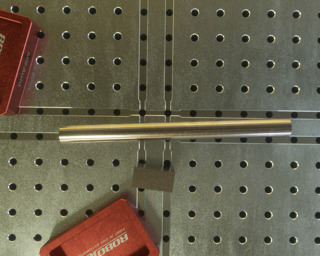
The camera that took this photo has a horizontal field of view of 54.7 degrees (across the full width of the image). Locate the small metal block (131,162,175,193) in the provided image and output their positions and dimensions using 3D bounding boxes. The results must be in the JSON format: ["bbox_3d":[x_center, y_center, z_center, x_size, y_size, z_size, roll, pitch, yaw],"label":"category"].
[{"bbox_3d":[-0.008,0.063,0.401,0.050,0.050,0.025,8,90,-1],"label":"small metal block"}]

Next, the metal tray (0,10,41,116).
[{"bbox_3d":[-0.223,-0.089,0.407,0.091,0.030,0.129,16,90,-1],"label":"metal tray"}]

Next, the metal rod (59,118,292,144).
[{"bbox_3d":[0.021,0.004,0.413,0.302,0.025,0.025,-2,90,-1],"label":"metal rod"}]

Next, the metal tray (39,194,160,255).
[{"bbox_3d":[-0.077,0.160,0.409,0.130,0.030,0.090,-32,90,-1],"label":"metal tray"}]
